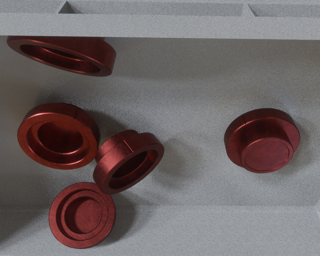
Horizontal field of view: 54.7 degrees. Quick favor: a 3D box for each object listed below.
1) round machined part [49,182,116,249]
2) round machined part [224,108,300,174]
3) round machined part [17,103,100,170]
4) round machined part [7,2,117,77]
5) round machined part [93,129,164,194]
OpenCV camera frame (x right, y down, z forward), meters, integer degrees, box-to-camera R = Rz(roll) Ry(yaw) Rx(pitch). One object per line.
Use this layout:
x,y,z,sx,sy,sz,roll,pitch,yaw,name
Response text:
-0.118,0.137,0.484,0.099,0.098,0.042,3,157,-3,round machined part
0.139,0.024,0.420,0.099,0.042,0.097,0,130,0,round machined part
-0.127,0.006,0.402,0.099,0.042,0.097,0,130,0,round machined part
-0.090,-0.086,0.301,0.099,0.098,0.042,14,86,-12,round machined part
-0.046,0.040,0.410,0.099,0.042,0.098,-32,154,-18,round machined part
